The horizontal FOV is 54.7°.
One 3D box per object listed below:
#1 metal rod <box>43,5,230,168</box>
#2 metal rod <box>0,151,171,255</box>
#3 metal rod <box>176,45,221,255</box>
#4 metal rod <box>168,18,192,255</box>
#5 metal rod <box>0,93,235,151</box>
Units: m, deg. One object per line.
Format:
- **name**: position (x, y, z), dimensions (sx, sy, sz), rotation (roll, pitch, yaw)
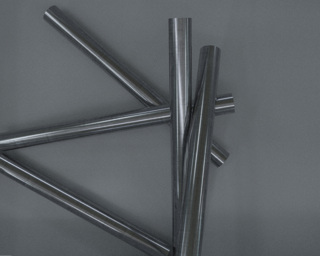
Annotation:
- **metal rod**: position (-0.030, -0.054, 0.410), dimensions (0.300, 0.025, 0.025), rotation (40, 90, 0)
- **metal rod**: position (-0.123, 0.093, 0.410), dimensions (0.301, 0.025, 0.025), rotation (29, 90, 0)
- **metal rod**: position (0.040, 0.049, 0.331), dimensions (0.025, 0.025, 0.299), rotation (8, 74, 0)
- **metal rod**: position (0.025, 0.027, 0.370), dimensions (0.025, 0.025, 0.298), rotation (-2, 107, 0)
- **metal rod**: position (-0.060, -0.006, 0.393), dimensions (0.301, 0.025, 0.025), rotation (-9, 90, 6)
